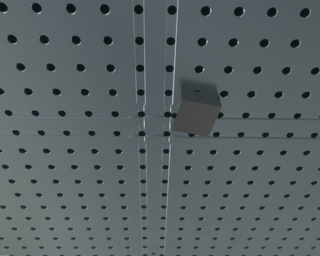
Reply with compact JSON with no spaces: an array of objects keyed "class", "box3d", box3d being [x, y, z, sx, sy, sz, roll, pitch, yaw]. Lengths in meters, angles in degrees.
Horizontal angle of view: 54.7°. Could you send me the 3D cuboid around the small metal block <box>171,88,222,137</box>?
[{"class":"small metal block","box3d":[0.045,-0.019,0.396,0.050,0.025,0.050,10,130,-9]}]
